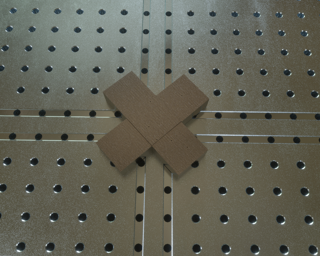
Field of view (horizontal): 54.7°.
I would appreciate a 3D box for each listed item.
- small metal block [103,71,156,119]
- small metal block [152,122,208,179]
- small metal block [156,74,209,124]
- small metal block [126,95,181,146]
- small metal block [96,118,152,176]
[{"bbox_3d":[-0.041,-0.042,0.426,0.050,0.025,0.050,-39,75,-13],"label":"small metal block"},{"bbox_3d":[0.025,0.029,0.401,0.050,0.025,0.050,-39,75,-13],"label":"small metal block"},{"bbox_3d":[0.030,-0.037,0.425,0.050,0.025,0.050,-39,75,-13],"label":"small metal block"},{"bbox_3d":[-0.008,-0.007,0.413,0.050,0.025,0.050,-39,75,-13],"label":"small metal block"},{"bbox_3d":[-0.046,0.025,0.402,0.050,0.025,0.050,-39,75,-13],"label":"small metal block"}]
